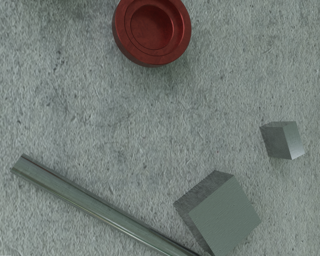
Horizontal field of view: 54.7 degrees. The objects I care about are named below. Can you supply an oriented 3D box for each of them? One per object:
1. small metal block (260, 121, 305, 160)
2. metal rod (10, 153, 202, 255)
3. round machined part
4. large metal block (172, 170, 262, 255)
[{"bbox_3d":[0.183,0.018,0.465,0.025,0.050,0.050,-21,98,-19],"label":"small metal block"},{"bbox_3d":[-0.044,0.121,0.393,0.301,0.025,0.025,35,79,-17],"label":"metal rod"},{"bbox_3d":[-0.013,-0.126,0.396,0.099,0.042,0.097,0,90,-21],"label":"round machined part"},{"bbox_3d":[0.078,0.117,0.426,0.080,0.050,0.080,-35,102,-17],"label":"large metal block"}]
